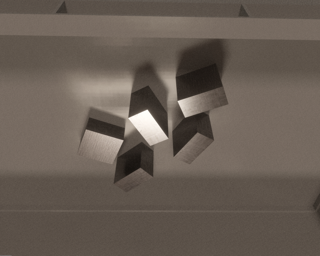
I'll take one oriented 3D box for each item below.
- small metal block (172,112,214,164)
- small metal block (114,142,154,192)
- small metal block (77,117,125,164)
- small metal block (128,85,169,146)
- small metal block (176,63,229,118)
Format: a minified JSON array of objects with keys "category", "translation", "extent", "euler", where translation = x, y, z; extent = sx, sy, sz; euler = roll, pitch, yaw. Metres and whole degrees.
[{"category":"small metal block","translation":[0.041,0.010,0.402],"extent":[0.025,0.050,0.050],"euler":[26,125,-21]},{"category":"small metal block","translation":[-0.036,0.055,0.439],"extent":[0.050,0.050,0.025],"euler":[-33,123,24]},{"category":"small metal block","translation":[-0.081,0.018,0.424],"extent":[0.050,0.025,0.050],"euler":[18,128,-15]},{"category":"small metal block","translation":[-0.013,-0.015,0.380],"extent":[0.025,0.050,0.050],"euler":[-23,127,18]},{"category":"small metal block","translation":[0.047,-0.044,0.356],"extent":[0.050,0.050,0.025],"euler":[-17,128,13]}]
